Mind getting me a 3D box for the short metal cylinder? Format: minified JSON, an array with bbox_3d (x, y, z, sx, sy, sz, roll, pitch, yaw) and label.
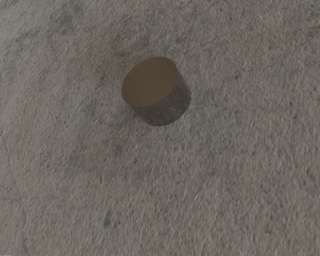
[{"bbox_3d":[-0.004,-0.049,0.419,0.080,0.050,0.080,-13,56,20],"label":"short metal cylinder"}]
